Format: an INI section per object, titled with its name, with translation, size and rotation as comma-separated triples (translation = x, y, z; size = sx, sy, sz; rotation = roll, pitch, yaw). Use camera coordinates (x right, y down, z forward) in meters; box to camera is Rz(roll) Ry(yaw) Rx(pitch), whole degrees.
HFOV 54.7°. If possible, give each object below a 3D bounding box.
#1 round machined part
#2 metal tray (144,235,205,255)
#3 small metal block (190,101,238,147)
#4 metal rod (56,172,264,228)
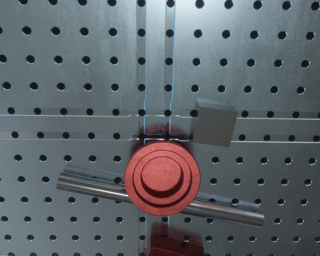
[round machined part]
translation = 0.003, 0.065, 0.419
size = 0.099, 0.042, 0.097
rotation = 0, 93, -2
[metal tray]
translation = 0.009, 0.242, 0.500
size = 0.091, 0.030, 0.129
rotation = 18, 109, -7
[small metal block]
translation = 0.071, -0.005, 0.413
size = 0.050, 0.025, 0.050
rotation = 8, 110, -4
[metal rod]
translation = 0.004, 0.106, 0.452
size = 0.302, 0.025, 0.025
rotation = 12, 110, -5
